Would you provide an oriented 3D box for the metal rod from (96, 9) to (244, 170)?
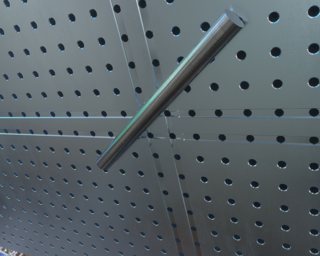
[{"bbox_3d":[-0.008,-0.026,0.399,0.025,0.025,0.299,43,129,-2],"label":"metal rod"}]
